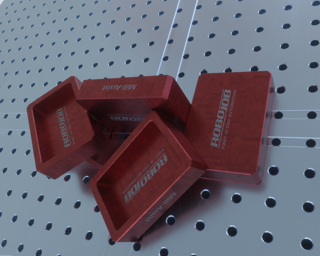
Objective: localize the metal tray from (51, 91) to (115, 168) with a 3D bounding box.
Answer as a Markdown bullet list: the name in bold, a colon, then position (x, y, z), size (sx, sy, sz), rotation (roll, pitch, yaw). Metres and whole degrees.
- **metal tray**: position (-0.116, -0.007, 0.468), size (0.090, 0.030, 0.130), rotation (-1, 62, 27)

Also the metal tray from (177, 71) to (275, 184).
- **metal tray**: position (0.079, -0.005, 0.365), size (0.090, 0.030, 0.130), rotation (3, 63, 29)

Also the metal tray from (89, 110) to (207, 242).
- **metal tray**: position (-0.020, 0.055, 0.356), size (0.130, 0.030, 0.090), rotation (-48, 50, 16)

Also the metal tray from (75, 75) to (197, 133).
- **metal tray**: position (-0.029, -0.026, 0.395), size (0.130, 0.090, 0.030), rotation (2, 63, 28)

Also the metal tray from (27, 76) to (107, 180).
- **metal tray**: position (-0.135, -0.004, 0.436), size (0.090, 0.030, 0.130), rotation (-32, 52, 6)
